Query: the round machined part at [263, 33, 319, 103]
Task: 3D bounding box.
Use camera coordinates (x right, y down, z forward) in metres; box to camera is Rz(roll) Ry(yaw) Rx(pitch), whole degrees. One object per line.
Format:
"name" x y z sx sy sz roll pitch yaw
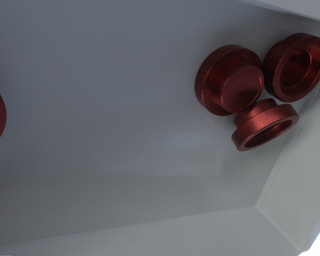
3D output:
"round machined part" 0.188 -0.089 0.448 0.099 0.042 0.097 -14 125 -21

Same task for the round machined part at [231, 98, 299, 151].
"round machined part" 0.150 -0.008 0.459 0.099 0.042 0.098 -21 157 -9

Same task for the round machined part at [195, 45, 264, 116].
"round machined part" 0.100 -0.059 0.418 0.099 0.042 0.097 -14 125 -21

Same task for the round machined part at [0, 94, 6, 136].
"round machined part" -0.195 -0.016 0.276 0.099 0.042 0.097 -20 129 -26
